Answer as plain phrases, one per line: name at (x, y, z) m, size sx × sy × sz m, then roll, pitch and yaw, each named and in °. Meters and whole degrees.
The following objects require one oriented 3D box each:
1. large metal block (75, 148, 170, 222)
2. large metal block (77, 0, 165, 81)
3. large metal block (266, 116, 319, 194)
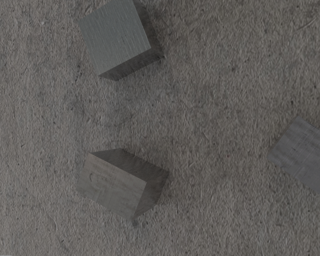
large metal block at (-0.045, 0.067, 0.395) m, size 0.080 × 0.080 × 0.050 m, roll 24°, pitch 98°, yaw 18°
large metal block at (-0.051, -0.119, 0.414) m, size 0.080 × 0.050 × 0.080 m, roll -23°, pitch 82°, yaw 18°
large metal block at (0.161, 0.031, 0.323) m, size 0.080 × 0.080 × 0.050 m, roll 36°, pitch 102°, yaw 16°
